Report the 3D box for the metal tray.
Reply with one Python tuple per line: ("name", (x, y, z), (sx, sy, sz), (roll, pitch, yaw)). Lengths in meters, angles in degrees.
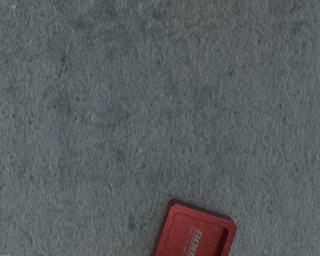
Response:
("metal tray", (0.037, 0.170, 0.408), (0.090, 0.030, 0.129), (19, 90, -1))
